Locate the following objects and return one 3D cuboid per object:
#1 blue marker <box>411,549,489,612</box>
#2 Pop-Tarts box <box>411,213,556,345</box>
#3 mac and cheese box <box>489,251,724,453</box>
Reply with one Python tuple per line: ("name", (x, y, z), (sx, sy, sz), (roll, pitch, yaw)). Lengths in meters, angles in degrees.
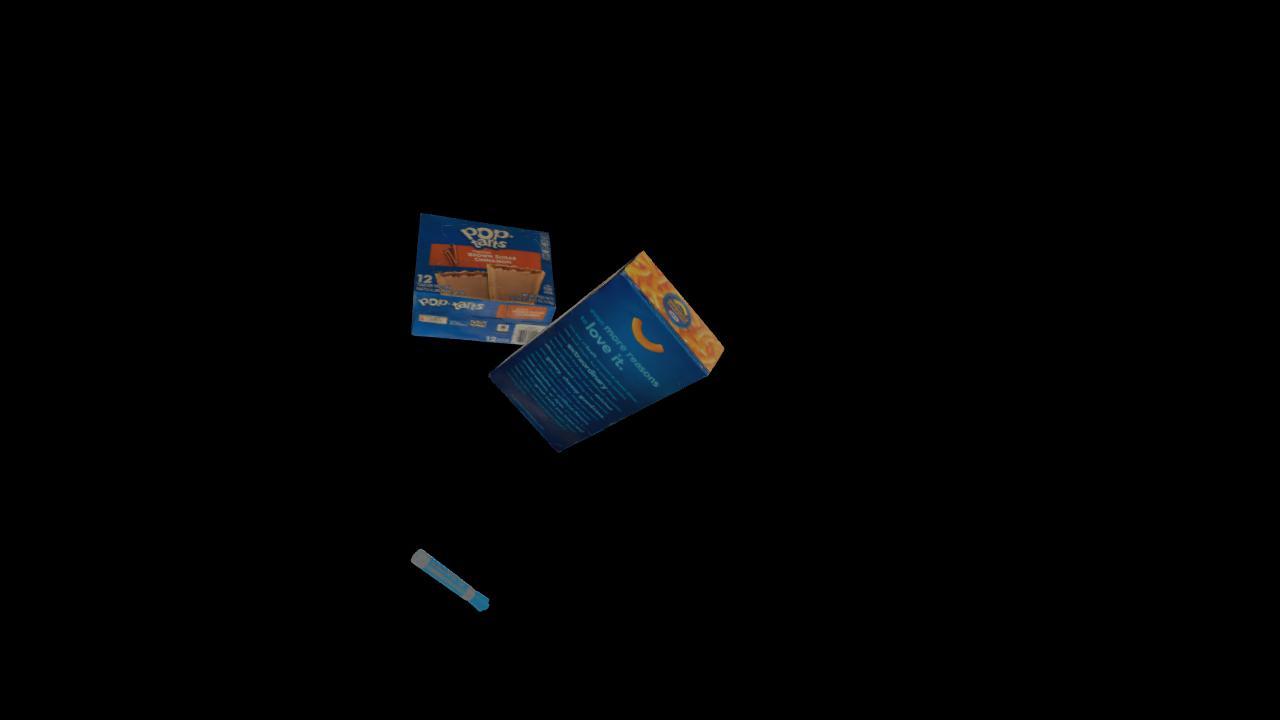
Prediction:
("blue marker", (-0.232, 0.275, 0.763), (0.121, 0.020, 0.020), (48, -25, -25))
("Pop-Tarts box", (-0.200, -0.101, 0.787), (0.167, 0.141, 0.083), (5, -40, -20))
("mac and cheese box", (-0.034, 0.003, 0.472), (0.184, 0.093, 0.041), (-30, 14, 42))
